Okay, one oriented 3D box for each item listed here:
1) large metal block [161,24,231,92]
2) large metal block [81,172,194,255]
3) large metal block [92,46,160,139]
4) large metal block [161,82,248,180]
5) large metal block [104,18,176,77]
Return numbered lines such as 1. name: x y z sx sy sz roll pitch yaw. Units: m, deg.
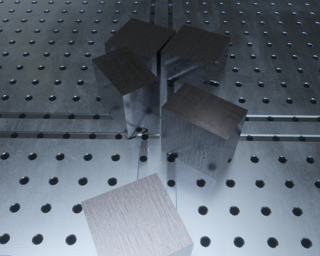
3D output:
1. large metal block: 0.056 -0.110 0.484 0.080 0.050 0.080 22 53 17
2. large metal block: -0.023 0.102 0.305 0.081 0.050 0.080 -19 53 -16
3. large metal block: -0.043 -0.047 0.411 0.050 0.080 0.080 -27 55 -21
4. large metal block: 0.049 0.004 0.369 0.080 0.080 0.050 28 56 21
5. large metal block: -0.029 -0.125 0.496 0.080 0.050 0.080 22 53 17
